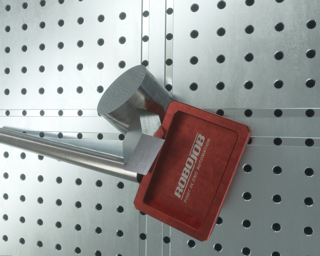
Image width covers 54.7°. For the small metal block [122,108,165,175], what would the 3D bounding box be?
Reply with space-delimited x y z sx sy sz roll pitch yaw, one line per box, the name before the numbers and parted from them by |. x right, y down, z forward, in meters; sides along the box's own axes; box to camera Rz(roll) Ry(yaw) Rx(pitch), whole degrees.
small metal block | -0.020 0.015 0.342 0.025 0.050 0.050 17 119 -20

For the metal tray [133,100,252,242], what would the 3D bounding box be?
metal tray | 0.035 0.044 0.341 0.090 0.030 0.129 22 97 18

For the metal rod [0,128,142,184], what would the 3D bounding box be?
metal rod | -0.147 0.030 0.432 0.300 0.025 0.025 10 93 30

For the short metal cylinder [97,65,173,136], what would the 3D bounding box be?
short metal cylinder | -0.032 -0.032 0.387 0.080 0.080 0.050 -36 121 16

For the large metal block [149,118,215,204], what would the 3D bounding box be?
large metal block | 0.015 0.035 0.392 0.080 0.050 0.080 -37 79 16
